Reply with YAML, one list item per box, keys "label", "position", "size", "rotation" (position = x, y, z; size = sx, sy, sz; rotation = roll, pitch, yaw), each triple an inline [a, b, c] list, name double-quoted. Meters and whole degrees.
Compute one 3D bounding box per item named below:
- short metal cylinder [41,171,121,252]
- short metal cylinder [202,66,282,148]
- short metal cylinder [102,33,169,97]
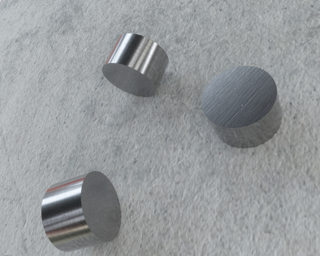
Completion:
- label: "short metal cylinder"
  position: [-0.087, 0.095, 0.355]
  size: [0.050, 0.080, 0.080]
  rotation: [-20, 54, 16]
- label: "short metal cylinder"
  position: [0.094, -0.023, 0.352]
  size: [0.080, 0.050, 0.080]
  rotation: [-13, 56, 20]
- label: "short metal cylinder"
  position: [-0.034, -0.087, 0.438]
  size: [0.080, 0.080, 0.050]
  rotation: [10, 67, 32]
